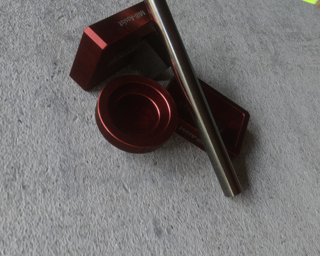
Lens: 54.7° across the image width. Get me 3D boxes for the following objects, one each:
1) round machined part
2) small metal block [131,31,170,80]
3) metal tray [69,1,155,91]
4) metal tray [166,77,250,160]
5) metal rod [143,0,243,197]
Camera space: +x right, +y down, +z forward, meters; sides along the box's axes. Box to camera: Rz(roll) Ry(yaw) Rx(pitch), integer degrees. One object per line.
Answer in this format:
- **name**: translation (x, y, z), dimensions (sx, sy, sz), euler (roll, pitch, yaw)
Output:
- **round machined part**: translation (-0.031, -0.013, 0.382), dimensions (0.099, 0.042, 0.098), euler (9, 62, -18)
- **small metal block**: translation (-0.012, -0.100, 0.439), dimensions (0.050, 0.050, 0.025), euler (49, 52, -13)
- **metal tray**: translation (-0.052, -0.110, 0.403), dimensions (0.030, 0.090, 0.131), euler (45, 51, 2)
- **metal tray**: translation (0.063, -0.019, 0.449), dimensions (0.130, 0.030, 0.090), euler (33, 51, -7)
- **metal rod**: translation (0.039, -0.051, 0.390), dimensions (0.025, 0.025, 0.299), euler (-30, 100, -38)
